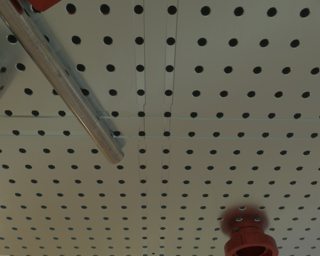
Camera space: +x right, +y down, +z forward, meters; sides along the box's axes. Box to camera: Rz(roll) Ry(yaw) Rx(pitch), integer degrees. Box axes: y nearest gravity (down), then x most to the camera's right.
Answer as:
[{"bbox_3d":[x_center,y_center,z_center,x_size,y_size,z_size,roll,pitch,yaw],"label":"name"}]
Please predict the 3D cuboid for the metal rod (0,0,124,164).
[{"bbox_3d":[-0.119,-0.063,0.356,0.025,0.025,0.299,-18,128,14],"label":"metal rod"}]

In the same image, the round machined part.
[{"bbox_3d":[0.173,0.227,0.597,0.099,0.042,0.097,-1,130,0],"label":"round machined part"}]

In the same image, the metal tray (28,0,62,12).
[{"bbox_3d":[-0.080,-0.171,0.261,0.130,0.030,0.090,-23,127,18],"label":"metal tray"}]

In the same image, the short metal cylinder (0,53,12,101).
[{"bbox_3d":[-0.216,-0.054,0.346,0.081,0.050,0.079,0,130,0],"label":"short metal cylinder"}]
